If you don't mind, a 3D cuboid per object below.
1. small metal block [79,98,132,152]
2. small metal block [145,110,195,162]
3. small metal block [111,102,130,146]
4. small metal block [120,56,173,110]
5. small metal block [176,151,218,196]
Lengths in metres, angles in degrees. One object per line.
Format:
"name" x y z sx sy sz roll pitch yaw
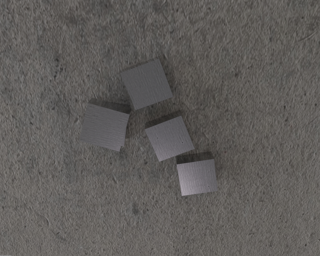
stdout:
"small metal block" -0.067 -0.004 0.381 0.050 0.025 0.050 15 109 -6
"small metal block" 0.013 0.010 0.414 0.050 0.025 0.050 -21 109 7
"small metal block" -0.068 -0.007 0.407 0.050 0.025 0.050 8 110 -3
"small metal block" -0.016 -0.057 0.389 0.050 0.025 0.050 -19 109 7
"small metal block" 0.051 0.064 0.434 0.050 0.025 0.050 -9 110 3
